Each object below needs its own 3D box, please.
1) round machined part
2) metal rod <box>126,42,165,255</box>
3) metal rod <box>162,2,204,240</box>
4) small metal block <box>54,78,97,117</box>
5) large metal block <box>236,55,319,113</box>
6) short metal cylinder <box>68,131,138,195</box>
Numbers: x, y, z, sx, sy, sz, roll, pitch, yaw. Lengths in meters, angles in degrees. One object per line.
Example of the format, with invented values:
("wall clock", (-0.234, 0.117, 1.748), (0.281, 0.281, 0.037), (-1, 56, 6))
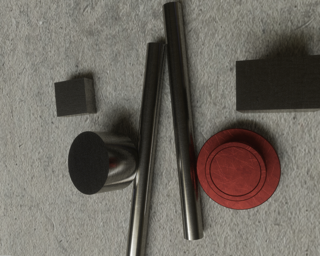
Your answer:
("round machined part", (0.091, 0.049, 0.368), (0.098, 0.042, 0.097), (0, 90, 19))
("metal rod", (-0.020, 0.038, 0.414), (0.025, 0.025, 0.298), (7, 92, 19))
("metal rod", (0.029, -0.010, 0.398), (0.025, 0.025, 0.298), (-6, 88, 19))
("small metal block", (-0.123, -0.043, 0.451), (0.050, 0.025, 0.050), (-6, 88, 19))
("large metal block", (0.128, -0.043, 0.335), (0.080, 0.080, 0.050), (0, 90, 19))
("short metal cylinder", (-0.076, 0.045, 0.409), (0.080, 0.050, 0.080), (-2, 87, 38))
